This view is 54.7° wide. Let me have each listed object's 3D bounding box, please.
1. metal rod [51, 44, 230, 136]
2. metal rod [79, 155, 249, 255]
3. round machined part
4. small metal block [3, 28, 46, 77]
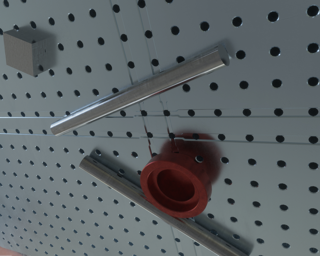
[{"bbox_3d":[-0.049,-0.038,0.413,0.300,0.025,0.025,-19,109,35],"label":"metal rod"},{"bbox_3d":[0.003,0.131,0.490,0.301,0.025,0.025,30,128,8],"label":"metal rod"},{"bbox_3d":[0.025,0.075,0.433,0.098,0.042,0.097,13,124,21],"label":"round machined part"},{"bbox_3d":[-0.194,-0.109,0.446,0.050,0.025,0.050,24,127,13],"label":"small metal block"}]
